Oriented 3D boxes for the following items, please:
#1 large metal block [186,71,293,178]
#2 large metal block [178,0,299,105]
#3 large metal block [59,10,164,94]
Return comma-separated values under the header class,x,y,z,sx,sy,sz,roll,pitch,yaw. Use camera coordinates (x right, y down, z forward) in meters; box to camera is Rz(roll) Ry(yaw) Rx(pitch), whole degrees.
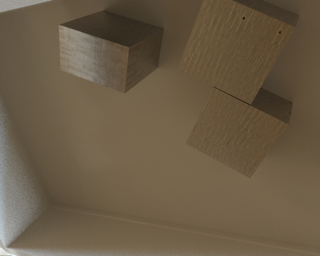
class,x,y,z,sx,sy,sz,roll,pitch,yaw
large metal block,0.086,-0.005,0.344,0.080,0.050,0.079,28,128,9
large metal block,0.074,-0.083,0.302,0.080,0.050,0.079,28,128,10
large metal block,-0.052,-0.088,0.344,0.080,0.080,0.050,21,126,15
